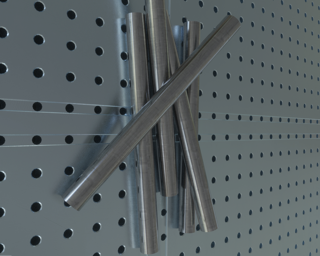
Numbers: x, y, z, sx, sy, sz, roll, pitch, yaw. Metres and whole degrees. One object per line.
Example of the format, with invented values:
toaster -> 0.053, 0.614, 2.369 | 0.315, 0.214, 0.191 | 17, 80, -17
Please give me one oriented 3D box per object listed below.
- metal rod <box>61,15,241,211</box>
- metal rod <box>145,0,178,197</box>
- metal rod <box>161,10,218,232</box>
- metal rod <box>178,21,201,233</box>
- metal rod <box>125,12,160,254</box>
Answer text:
metal rod -> 0.000, -0.029, 0.369 | 0.300, 0.025, 0.025 | -49, 120, -15
metal rod -> 0.001, -0.057, 0.396 | 0.025, 0.025, 0.298 | -13, 103, -40
metal rod -> 0.033, -0.007, 0.417 | 0.025, 0.025, 0.298 | -16, 94, -39
metal rod -> 0.043, -0.002, 0.447 | 0.025, 0.025, 0.298 | 2, 89, -40
metal rod -> -0.022, 0.009, 0.392 | 0.025, 0.025, 0.298 | -6, 94, -40
